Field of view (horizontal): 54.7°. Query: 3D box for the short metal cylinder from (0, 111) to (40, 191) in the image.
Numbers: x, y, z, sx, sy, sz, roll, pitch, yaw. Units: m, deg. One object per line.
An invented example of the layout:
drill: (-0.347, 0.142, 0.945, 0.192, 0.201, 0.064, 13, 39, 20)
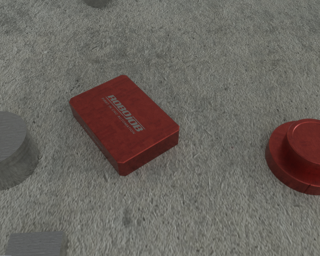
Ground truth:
short metal cylinder: (-0.190, 0.026, 0.364, 0.081, 0.050, 0.080, 0, 50, 0)

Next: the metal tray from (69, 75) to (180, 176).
metal tray: (-0.048, -0.009, 0.408, 0.091, 0.030, 0.130, -30, 56, -23)

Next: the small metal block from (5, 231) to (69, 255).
small metal block: (-0.118, 0.128, 0.295, 0.050, 0.025, 0.050, -2, 50, -2)

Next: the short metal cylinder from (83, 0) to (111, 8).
short metal cylinder: (-0.122, -0.285, 0.606, 0.080, 0.080, 0.050, 23, 54, 18)

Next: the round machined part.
round machined part: (0.181, 0.027, 0.371, 0.099, 0.042, 0.098, 0, 50, 0)
